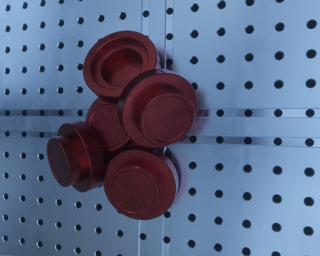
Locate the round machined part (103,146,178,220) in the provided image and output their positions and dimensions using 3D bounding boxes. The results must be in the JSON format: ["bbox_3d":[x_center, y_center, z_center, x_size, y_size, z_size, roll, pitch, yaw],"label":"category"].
[{"bbox_3d":[-0.028,0.075,0.399,0.098,0.042,0.097,3,102,13],"label":"round machined part"}]

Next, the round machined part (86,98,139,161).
[{"bbox_3d":[-0.061,-0.003,0.423,0.098,0.042,0.097,0,90,19],"label":"round machined part"}]

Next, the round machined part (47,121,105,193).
[{"bbox_3d":[-0.119,0.041,0.419,0.098,0.042,0.097,20,117,45],"label":"round machined part"}]

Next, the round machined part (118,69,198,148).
[{"bbox_3d":[0.002,-0.018,0.371,0.098,0.099,0.042,-58,33,11],"label":"round machined part"}]

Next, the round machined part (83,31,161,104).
[{"bbox_3d":[-0.047,-0.075,0.407,0.098,0.042,0.098,-5,68,12],"label":"round machined part"}]
